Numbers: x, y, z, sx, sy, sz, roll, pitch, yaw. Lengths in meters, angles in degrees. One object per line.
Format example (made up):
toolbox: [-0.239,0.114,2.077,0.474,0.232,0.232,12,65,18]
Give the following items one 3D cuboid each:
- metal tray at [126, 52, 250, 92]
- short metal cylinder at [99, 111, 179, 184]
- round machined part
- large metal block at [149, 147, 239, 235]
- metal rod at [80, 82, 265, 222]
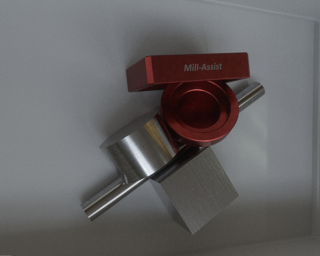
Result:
metal tray: [0.032,-0.068,0.386,0.131,0.090,0.030,-7,93,-21]
short metal cylinder: [-0.024,0.022,0.372,0.080,0.080,0.050,-35,102,-17]
round machined part: [0.049,-0.020,0.404,0.099,0.042,0.098,2,66,-4]
large metal block: [0.043,0.078,0.412,0.080,0.050,0.080,-35,102,-17]
metal rod: [0.029,0.022,0.421,0.302,0.025,0.025,-34,102,-17]
